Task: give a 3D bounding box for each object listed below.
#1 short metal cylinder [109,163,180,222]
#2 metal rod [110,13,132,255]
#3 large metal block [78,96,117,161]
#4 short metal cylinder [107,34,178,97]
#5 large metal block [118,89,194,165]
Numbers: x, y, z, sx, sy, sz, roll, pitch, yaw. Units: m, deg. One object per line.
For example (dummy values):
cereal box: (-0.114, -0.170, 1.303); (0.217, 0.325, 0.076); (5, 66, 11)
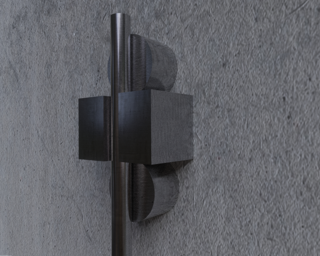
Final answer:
short metal cylinder: (-0.021, 0.078, 0.408); (0.080, 0.050, 0.080); (0, 89, 40)
metal rod: (-0.048, 0.012, 0.380); (0.025, 0.025, 0.298); (-1, 89, 40)
large metal block: (-0.062, 0.001, 0.421); (0.050, 0.081, 0.080); (-1, 89, 40)
short metal cylinder: (-0.024, -0.078, 0.409); (0.080, 0.050, 0.080); (0, 89, 40)
large metal block: (-0.003, -0.001, 0.373); (0.050, 0.081, 0.080); (-1, 89, 40)
